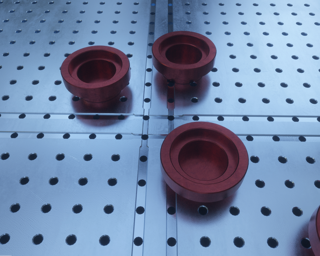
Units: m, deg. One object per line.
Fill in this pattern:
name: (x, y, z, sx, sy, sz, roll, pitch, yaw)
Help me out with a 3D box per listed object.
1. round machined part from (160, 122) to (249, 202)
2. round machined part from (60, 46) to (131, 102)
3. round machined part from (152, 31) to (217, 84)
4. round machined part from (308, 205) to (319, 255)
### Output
round machined part: (0.049, 0.042, 0.362, 0.099, 0.042, 0.098, 0, 50, 0)
round machined part: (-0.093, -0.076, 0.461, 0.099, 0.042, 0.098, 0, 50, 0)
round machined part: (0.037, -0.107, 0.487, 0.099, 0.042, 0.098, 0, 50, 0)
round machined part: (0.195, 0.114, 0.302, 0.099, 0.042, 0.098, 0, 50, 0)
